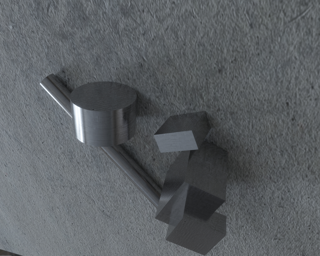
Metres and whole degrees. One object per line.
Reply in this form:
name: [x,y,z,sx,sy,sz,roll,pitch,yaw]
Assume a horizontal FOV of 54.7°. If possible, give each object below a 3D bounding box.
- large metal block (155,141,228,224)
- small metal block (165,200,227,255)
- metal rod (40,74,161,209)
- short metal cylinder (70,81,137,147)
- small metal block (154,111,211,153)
large metal block: [0.040,0.070,0.386,0.050,0.080,0.079,26,129,-6]
small metal block: [0.041,0.114,0.352,0.050,0.025,0.050,23,129,-5]
metal rod: [-0.063,0.040,0.463,0.300,0.025,0.025,48,129,-6]
short metal cylinder: [-0.070,-0.020,0.394,0.080,0.080,0.050,17,125,18]
small metal block: [0.028,0.004,0.377,0.050,0.050,0.025,-8,115,31]
